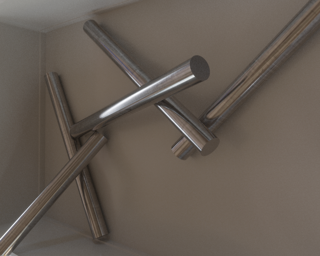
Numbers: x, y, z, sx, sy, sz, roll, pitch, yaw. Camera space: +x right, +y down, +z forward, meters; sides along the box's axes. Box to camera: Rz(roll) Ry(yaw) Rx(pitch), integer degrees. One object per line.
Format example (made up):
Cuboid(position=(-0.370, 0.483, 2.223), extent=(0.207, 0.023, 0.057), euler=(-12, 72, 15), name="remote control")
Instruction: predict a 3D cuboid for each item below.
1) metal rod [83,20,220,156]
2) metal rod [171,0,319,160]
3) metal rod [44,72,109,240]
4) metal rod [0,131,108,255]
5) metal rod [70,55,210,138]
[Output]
Cuboid(position=(-0.029, -0.071, 0.410), extent=(0.300, 0.025, 0.025), euler=(48, 118, 35), name="metal rod")
Cuboid(position=(0.111, -0.069, 0.314), extent=(0.299, 0.025, 0.025), euler=(-49, 62, 28), name="metal rod")
Cuboid(position=(-0.145, 0.036, 0.523), extent=(0.025, 0.025, 0.299), euler=(-35, 69, 34), name="metal rod")
Cuboid(position=(-0.183, 0.125, 0.446), extent=(0.025, 0.025, 0.300), euler=(29, 73, 36), name="metal rod")
Cuboid(position=(-0.051, -0.025, 0.403), extent=(0.299, 0.025, 0.025), euler=(-19, 78, 51), name="metal rod")
